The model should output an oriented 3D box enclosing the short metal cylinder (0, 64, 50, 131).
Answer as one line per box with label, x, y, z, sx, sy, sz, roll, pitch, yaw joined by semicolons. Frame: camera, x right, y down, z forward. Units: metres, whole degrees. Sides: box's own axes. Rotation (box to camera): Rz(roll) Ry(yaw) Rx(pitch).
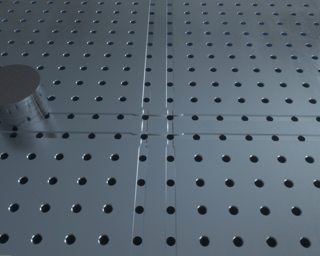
short metal cylinder;-0.199;-0.042;0.425;0.081;0.050;0.080;0;50;0
